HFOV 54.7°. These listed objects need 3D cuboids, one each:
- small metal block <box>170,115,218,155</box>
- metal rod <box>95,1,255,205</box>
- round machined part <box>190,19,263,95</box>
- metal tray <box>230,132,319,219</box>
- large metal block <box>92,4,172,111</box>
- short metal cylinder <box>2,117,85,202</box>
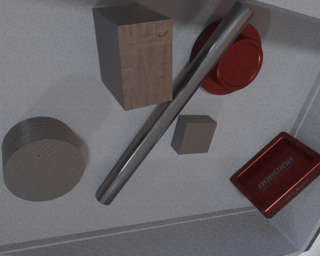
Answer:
[{"bbox_3d":[0.048,0.009,0.443,0.050,0.025,0.050,-1,119,-28],"label":"small metal block"},{"bbox_3d":[0.007,-0.016,0.381,0.025,0.025,0.299,23,113,-37],"label":"metal rod"},{"bbox_3d":[0.091,-0.087,0.396,0.099,0.042,0.097,-14,125,-21],"label":"round machined part"},{"bbox_3d":[0.197,0.077,0.524,0.130,0.090,0.030,-42,130,0],"label":"metal tray"},{"bbox_3d":[-0.028,-0.074,0.313,0.050,0.080,0.079,-15,125,-20],"label":"large metal block"},{"bbox_3d":[-0.130,0.034,0.343,0.081,0.050,0.079,-14,125,-21],"label":"short metal cylinder"}]
